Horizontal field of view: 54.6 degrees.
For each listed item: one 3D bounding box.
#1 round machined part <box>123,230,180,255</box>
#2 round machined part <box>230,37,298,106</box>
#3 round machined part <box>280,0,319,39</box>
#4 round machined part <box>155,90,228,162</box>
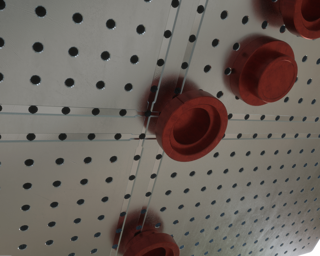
[{"bbox_3d":[-0.020,0.211,0.519,0.099,0.042,0.097,-14,124,-21],"label":"round machined part"},{"bbox_3d":[0.152,-0.074,0.436,0.099,0.042,0.097,-14,124,-21],"label":"round machined part"},{"bbox_3d":[0.197,-0.169,0.402,0.099,0.042,0.097,-14,124,-21],"label":"round machined part"},{"bbox_3d":[0.038,-0.006,0.416,0.099,0.042,0.097,-14,124,-21],"label":"round machined part"}]
